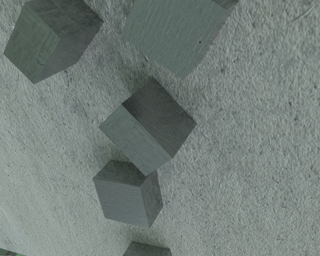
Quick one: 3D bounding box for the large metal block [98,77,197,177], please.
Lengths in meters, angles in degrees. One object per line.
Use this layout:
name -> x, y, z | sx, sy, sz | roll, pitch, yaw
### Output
large metal block -> -0.012, -0.003, 0.376 | 0.080, 0.080, 0.050 | 47, 129, -5

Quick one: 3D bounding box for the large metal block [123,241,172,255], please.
large metal block -> -0.019, 0.260, 0.562 | 0.080, 0.050, 0.080 | 1, 119, 28

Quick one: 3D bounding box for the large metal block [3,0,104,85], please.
large metal block -> -0.126, -0.108, 0.371 | 0.050, 0.080, 0.080 | 46, 129, -4

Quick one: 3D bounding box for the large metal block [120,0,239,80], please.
large metal block -> 0.018, -0.110, 0.313 | 0.080, 0.050, 0.079 | 36, 129, 4

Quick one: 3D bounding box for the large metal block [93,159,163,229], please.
large metal block -> -0.047, 0.100, 0.478 | 0.080, 0.050, 0.079 | 5, 121, 25
